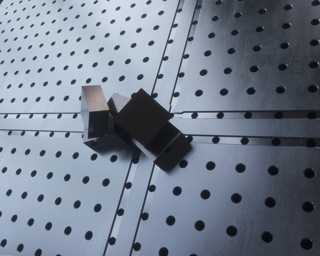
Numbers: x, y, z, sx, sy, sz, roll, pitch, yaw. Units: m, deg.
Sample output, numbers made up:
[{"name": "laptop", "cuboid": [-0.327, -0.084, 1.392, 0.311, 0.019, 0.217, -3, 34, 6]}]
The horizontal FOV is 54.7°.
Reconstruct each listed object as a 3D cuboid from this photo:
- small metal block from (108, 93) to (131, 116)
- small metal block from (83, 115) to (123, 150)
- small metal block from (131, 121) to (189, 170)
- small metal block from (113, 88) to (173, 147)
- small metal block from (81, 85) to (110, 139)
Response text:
[{"name": "small metal block", "cuboid": [-0.039, -0.019, 0.423, 0.050, 0.050, 0.025, 20, 73, 35]}, {"name": "small metal block", "cuboid": [-0.082, -0.001, 0.451, 0.050, 0.025, 0.050, -18, 55, 17]}, {"name": "small metal block", "cuboid": [0.000, 0.016, 0.398, 0.050, 0.025, 0.050, -46, 51, -4]}, {"name": "small metal block", "cuboid": [-0.022, -0.012, 0.376, 0.050, 0.025, 0.050, 42, 83, -6]}, {"name": "small metal block", "cuboid": [-0.088, -0.022, 0.414, 0.025, 0.050, 0.050, -7, 49, -22]}]
